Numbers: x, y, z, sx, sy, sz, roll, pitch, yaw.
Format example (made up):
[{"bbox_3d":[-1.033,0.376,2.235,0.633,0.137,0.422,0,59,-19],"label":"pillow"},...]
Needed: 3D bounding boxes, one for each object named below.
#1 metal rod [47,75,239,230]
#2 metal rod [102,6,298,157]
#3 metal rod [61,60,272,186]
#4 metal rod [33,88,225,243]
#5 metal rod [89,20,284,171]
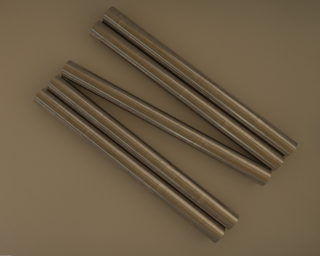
[{"bbox_3d":[-0.022,0.032,0.410,0.300,0.025,0.025,38,90,0],"label":"metal rod"},{"bbox_3d":[0.053,-0.061,0.410,0.301,0.025,0.025,36,90,0],"label":"metal rod"},{"bbox_3d":[0.009,-0.006,0.410,0.301,0.025,0.025,29,90,0],"label":"metal rod"},{"bbox_3d":[-0.040,0.049,0.410,0.300,0.025,0.025,38,90,0],"label":"metal rod"},{"bbox_3d":[0.036,-0.042,0.410,0.301,0.025,0.025,36,90,0],"label":"metal rod"}]
